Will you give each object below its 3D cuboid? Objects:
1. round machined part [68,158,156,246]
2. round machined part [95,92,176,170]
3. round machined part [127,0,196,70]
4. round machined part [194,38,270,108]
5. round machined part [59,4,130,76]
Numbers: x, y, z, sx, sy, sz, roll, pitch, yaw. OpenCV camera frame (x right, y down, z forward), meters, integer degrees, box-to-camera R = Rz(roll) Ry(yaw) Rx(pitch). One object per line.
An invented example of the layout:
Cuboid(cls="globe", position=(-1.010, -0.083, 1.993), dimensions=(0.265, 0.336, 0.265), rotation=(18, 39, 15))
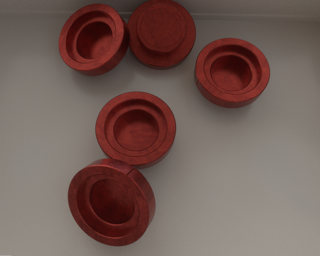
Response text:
Cuboid(cls="round machined part", position=(-0.051, 0.080, 0.354), dimensions=(0.098, 0.042, 0.097), rotation=(5, 106, 18))
Cuboid(cls="round machined part", position=(-0.030, 0.006, 0.397), dimensions=(0.099, 0.042, 0.098), rotation=(1, 68, -2))
Cuboid(cls="round machined part", position=(0.002, -0.134, 0.435), dimensions=(0.099, 0.042, 0.097), rotation=(0, 88, -2))
Cuboid(cls="round machined part", position=(0.096, -0.071, 0.428), dimensions=(0.099, 0.042, 0.098), rotation=(0, 70, -1))
Cuboid(cls="round machined part", position=(-0.087, -0.118, 0.432), dimensions=(0.098, 0.042, 0.098), rotation=(-4, 77, 17))
